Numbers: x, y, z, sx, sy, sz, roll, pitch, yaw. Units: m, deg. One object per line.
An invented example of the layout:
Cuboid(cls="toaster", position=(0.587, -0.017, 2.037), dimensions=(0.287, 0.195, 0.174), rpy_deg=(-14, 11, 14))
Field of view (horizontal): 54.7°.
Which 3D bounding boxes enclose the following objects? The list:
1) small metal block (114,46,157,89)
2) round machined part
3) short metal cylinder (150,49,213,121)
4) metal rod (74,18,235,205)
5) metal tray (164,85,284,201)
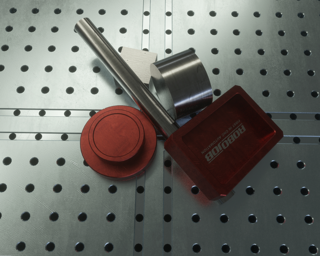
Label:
Cuboid(cls="small metal block", position=(-0.034, -0.084, 0.442), dimensions=(0.050, 0.025, 0.050), rpy_deg=(13, 70, 4))
Cuboid(cls="round machined part", position=(-0.053, 0.015, 0.396), dimensions=(0.099, 0.042, 0.098), rpy_deg=(0, 70, -1))
Cuboid(cls="short metal cylinder", position=(0.027, -0.055, 0.403), dimensions=(0.050, 0.080, 0.080), rpy_deg=(-24, 72, -9))
Cuboid(cls="metal rod", position=(-0.011, -0.027, 0.404), dimensions=(0.025, 0.025, 0.300), rpy_deg=(-38, 83, -13))
Cuboid(cls="metal tray", position=(0.081, 0.014, 0.382), dimensions=(0.131, 0.030, 0.090), rpy_deg=(-37, 81, -28))
